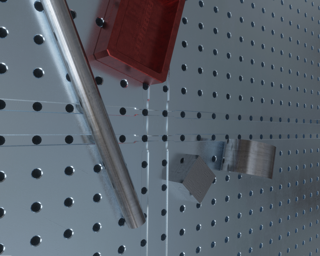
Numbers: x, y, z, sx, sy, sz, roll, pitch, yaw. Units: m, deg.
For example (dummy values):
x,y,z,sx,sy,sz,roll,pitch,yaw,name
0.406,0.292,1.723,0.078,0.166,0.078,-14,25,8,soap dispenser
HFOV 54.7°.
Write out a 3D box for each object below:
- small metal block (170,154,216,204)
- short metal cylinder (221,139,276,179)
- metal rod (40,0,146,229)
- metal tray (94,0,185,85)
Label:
x,y,z,sx,sy,sz,roll,pitch,yaw,name
0.049,0.074,0.453,0.050,0.025,0.050,51,60,-28,small metal block
0.140,0.050,0.494,0.080,0.080,0.050,18,79,-39,short metal cylinder
-0.074,-0.019,0.348,0.025,0.025,0.298,-29,108,-37,metal rod
-0.021,-0.130,0.389,0.091,0.030,0.129,22,76,-38,metal tray
